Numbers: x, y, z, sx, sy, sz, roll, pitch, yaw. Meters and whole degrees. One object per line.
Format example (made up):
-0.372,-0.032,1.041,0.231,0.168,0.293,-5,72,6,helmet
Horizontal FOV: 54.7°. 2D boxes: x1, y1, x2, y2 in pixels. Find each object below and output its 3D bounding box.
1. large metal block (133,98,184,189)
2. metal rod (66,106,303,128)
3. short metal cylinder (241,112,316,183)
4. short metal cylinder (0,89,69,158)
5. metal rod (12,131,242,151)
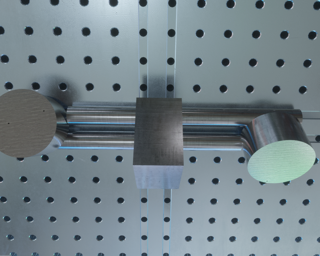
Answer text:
-0.002,0.020,0.359,0.050,0.080,0.080,1,152,0,large metal block
0.032,-0.015,0.408,0.302,0.025,0.025,1,110,-1,metal rod
0.148,0.026,0.397,0.081,0.050,0.079,0,132,0,short metal cylinder
-0.160,-0.005,0.382,0.081,0.050,0.080,0,87,-1,short metal cylinder
-0.043,0.017,0.419,0.302,0.025,0.025,1,110,-1,metal rod
